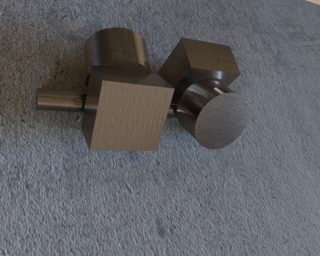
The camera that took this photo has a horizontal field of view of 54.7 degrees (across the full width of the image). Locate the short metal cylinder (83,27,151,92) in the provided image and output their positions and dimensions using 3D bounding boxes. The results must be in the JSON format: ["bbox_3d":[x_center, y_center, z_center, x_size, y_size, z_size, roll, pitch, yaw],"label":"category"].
[{"bbox_3d":[-0.053,-0.078,0.388,0.081,0.080,0.050,3,60,-27],"label":"short metal cylinder"}]

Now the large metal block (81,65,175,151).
[{"bbox_3d":[-0.039,-0.021,0.354,0.081,0.079,0.050,3,26,-27],"label":"large metal block"}]

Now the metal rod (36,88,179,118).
[{"bbox_3d":[-0.006,-0.028,0.421,0.303,0.025,0.025,2,61,-27],"label":"metal rod"}]

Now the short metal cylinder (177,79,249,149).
[{"bbox_3d":[0.069,-0.019,0.411,0.081,0.079,0.050,2,26,-27],"label":"short metal cylinder"}]

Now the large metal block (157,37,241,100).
[{"bbox_3d":[0.053,-0.078,0.445,0.081,0.080,0.050,1,61,-28],"label":"large metal block"}]
